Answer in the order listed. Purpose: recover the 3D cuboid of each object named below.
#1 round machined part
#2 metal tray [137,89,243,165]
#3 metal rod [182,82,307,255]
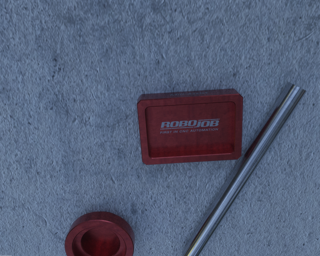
[{"bbox_3d":[-0.086,0.164,0.460,0.099,0.042,0.097,0,110,-1],"label":"round machined part"},{"bbox_3d":[0.039,-0.001,0.407,0.131,0.030,0.089,-4,110,1],"label":"metal tray"},{"bbox_3d":[0.110,0.074,0.438,0.025,0.025,0.298,24,108,-9],"label":"metal rod"}]
